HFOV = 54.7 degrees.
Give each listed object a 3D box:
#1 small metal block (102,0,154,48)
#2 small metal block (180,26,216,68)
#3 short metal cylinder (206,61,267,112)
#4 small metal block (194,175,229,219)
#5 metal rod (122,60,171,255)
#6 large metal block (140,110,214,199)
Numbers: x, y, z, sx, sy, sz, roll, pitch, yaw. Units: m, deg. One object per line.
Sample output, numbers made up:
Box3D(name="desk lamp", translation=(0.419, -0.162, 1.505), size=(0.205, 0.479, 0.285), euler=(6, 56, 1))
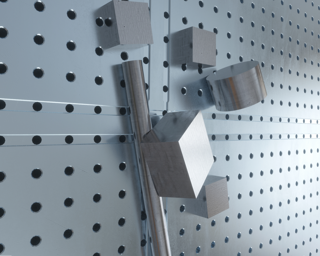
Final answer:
Box3D(name="small metal block", translation=(-0.038, -0.125, 0.378), size=(0.050, 0.025, 0.050), euler=(-14, 99, -39))
Box3D(name="small metal block", translation=(0.057, -0.118, 0.459), size=(0.050, 0.025, 0.050), euler=(0, 90, -40))
Box3D(name="short metal cylinder", translation=(0.117, -0.065, 0.474), size=(0.081, 0.080, 0.050), euler=(-34, 112, -35))
Box3D(name="small metal block", translation=(0.079, 0.105, 0.479), size=(0.050, 0.025, 0.050), euler=(-11, 97, -40))
Box3D(name="metal rod", translation=(-0.013, 0.064, 0.400), size=(0.025, 0.025, 0.298), euler=(-14, 99, -39))
Box3D(name="large metal block", translation=(0.026, 0.032, 0.395), size=(0.080, 0.050, 0.080), euler=(-50, 129, -51))
